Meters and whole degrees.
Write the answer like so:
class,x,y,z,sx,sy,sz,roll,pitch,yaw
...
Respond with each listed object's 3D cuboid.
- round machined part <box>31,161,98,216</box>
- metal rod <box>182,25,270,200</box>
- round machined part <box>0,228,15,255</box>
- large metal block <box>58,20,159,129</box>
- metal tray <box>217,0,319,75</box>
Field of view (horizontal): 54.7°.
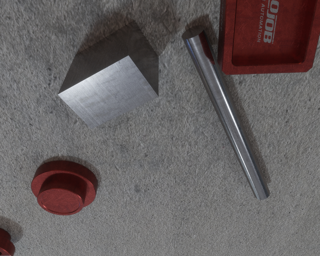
class,x,y,z,sx,sy,sz,roll,pitch,yaw
round machined part,-0.149,0.098,0.478,0.099,0.042,0.097,0,130,0
metal rod,0.099,0.003,0.410,0.025,0.025,0.299,-20,128,16
round machined part,-0.322,0.219,0.579,0.099,0.042,0.097,0,130,0
large metal block,-0.049,-0.056,0.323,0.080,0.080,0.050,-24,126,19
metal tray,0.105,-0.117,0.291,0.091,0.030,0.129,-2,121,1
